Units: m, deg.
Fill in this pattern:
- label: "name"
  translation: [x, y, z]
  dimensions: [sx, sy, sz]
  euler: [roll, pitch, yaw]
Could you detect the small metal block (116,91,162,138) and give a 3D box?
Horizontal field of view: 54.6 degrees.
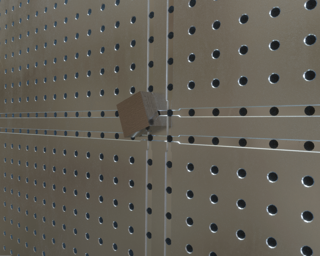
- label: "small metal block"
  translation: [-0.030, -0.018, 0.436]
  dimensions: [0.050, 0.025, 0.050]
  euler: [-25, 75, 37]
